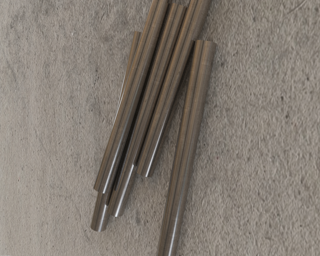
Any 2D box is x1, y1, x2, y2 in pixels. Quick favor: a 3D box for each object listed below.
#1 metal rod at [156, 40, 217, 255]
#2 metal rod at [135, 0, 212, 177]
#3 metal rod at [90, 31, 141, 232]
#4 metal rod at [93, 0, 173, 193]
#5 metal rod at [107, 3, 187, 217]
[{"bbox_3d":[0.028,0.046,0.380,0.025,0.025,0.298,16,100,38],"label":"metal rod"},{"bbox_3d":[0.024,-0.077,0.383,0.025,0.025,0.298,29,108,36],"label":"metal rod"},{"bbox_3d":[-0.059,0.013,0.451,0.025,0.025,0.298,23,105,37],"label":"metal rod"},{"bbox_3d":[-0.034,-0.052,0.411,0.025,0.025,0.298,26,103,36],"label":"metal rod"},{"bbox_3d":[-0.020,-0.013,0.419,0.025,0.025,0.298,29,108,36],"label":"metal rod"}]
